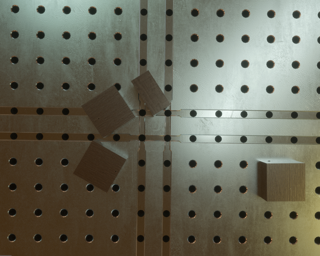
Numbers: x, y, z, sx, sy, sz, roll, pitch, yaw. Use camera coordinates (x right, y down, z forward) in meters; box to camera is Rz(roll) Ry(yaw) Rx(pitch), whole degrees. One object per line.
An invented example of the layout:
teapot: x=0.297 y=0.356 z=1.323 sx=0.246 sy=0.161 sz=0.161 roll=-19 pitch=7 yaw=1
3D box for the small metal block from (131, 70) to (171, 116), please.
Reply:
small metal block: x=-0.011 y=-0.043 z=0.401 sx=0.025 sy=0.050 sz=0.050 roll=-33 pitch=90 yaw=0

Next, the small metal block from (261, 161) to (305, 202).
small metal block: x=0.164 y=0.071 z=0.416 sx=0.050 sy=0.025 sz=0.050 roll=0 pitch=90 yaw=-1

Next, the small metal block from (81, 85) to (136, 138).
small metal block: x=-0.067 y=-0.022 z=0.413 sx=0.050 sy=0.025 sz=0.050 roll=-34 pitch=90 yaw=0

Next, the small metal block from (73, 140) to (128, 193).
small metal block: x=-0.078 y=0.050 z=0.412 sx=0.050 sy=0.025 sz=0.050 roll=30 pitch=90 yaw=-1
